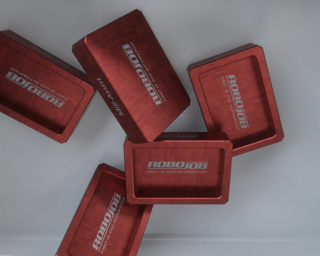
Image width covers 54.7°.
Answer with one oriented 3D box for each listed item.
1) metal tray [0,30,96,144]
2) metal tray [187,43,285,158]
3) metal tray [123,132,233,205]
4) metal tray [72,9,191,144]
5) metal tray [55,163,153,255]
[{"bbox_3d":[-0.155,-0.050,0.388,0.131,0.030,0.090,30,107,-11],"label":"metal tray"},{"bbox_3d":[0.098,-0.032,0.398,0.090,0.030,0.129,-19,109,6],"label":"metal tray"},{"bbox_3d":[0.022,0.052,0.396,0.131,0.030,0.089,0,111,1],"label":"metal tray"},{"bbox_3d":[-0.027,-0.058,0.356,0.030,0.090,0.130,-11,117,48],"label":"metal tray"},{"bbox_3d":[-0.066,0.122,0.406,0.090,0.130,0.030,26,149,-10],"label":"metal tray"}]
